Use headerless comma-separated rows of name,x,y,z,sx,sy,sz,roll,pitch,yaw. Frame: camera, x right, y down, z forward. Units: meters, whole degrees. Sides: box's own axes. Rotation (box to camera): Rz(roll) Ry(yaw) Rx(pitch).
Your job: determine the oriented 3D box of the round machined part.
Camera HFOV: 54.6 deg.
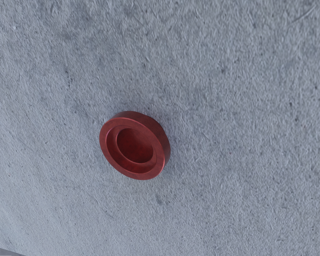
round machined part,-0.030,0.020,0.425,0.098,0.042,0.097,13,124,21
